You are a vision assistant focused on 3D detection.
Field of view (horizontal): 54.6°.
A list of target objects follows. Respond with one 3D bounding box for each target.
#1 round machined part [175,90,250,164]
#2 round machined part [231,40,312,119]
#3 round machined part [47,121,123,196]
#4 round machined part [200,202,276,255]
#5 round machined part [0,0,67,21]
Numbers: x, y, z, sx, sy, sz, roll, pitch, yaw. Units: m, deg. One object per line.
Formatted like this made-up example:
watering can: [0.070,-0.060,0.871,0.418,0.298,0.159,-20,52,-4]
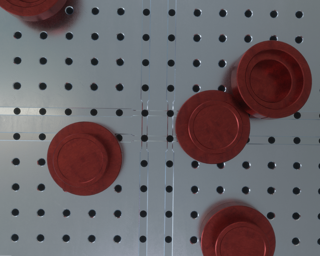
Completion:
round machined part: [0.069,-0.001,0.405,0.099,0.042,0.097,0,90,0]
round machined part: [0.139,-0.059,0.401,0.099,0.042,0.098,1,86,-7]
round machined part: [-0.099,0.040,0.404,0.099,0.042,0.097,0,90,0]
round machined part: [0.103,0.151,0.406,0.099,0.042,0.097,0,90,0]
round machined part: [-0.165,-0.187,0.404,0.099,0.042,0.097,0,90,0]
